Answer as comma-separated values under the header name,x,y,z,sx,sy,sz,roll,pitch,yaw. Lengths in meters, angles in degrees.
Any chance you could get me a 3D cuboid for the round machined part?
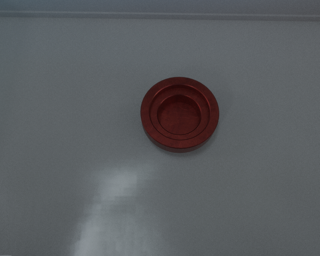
name,x,y,z,sx,sy,sz,roll,pitch,yaw
round machined part,0.025,-0.014,0.406,0.099,0.042,0.098,0,70,0
